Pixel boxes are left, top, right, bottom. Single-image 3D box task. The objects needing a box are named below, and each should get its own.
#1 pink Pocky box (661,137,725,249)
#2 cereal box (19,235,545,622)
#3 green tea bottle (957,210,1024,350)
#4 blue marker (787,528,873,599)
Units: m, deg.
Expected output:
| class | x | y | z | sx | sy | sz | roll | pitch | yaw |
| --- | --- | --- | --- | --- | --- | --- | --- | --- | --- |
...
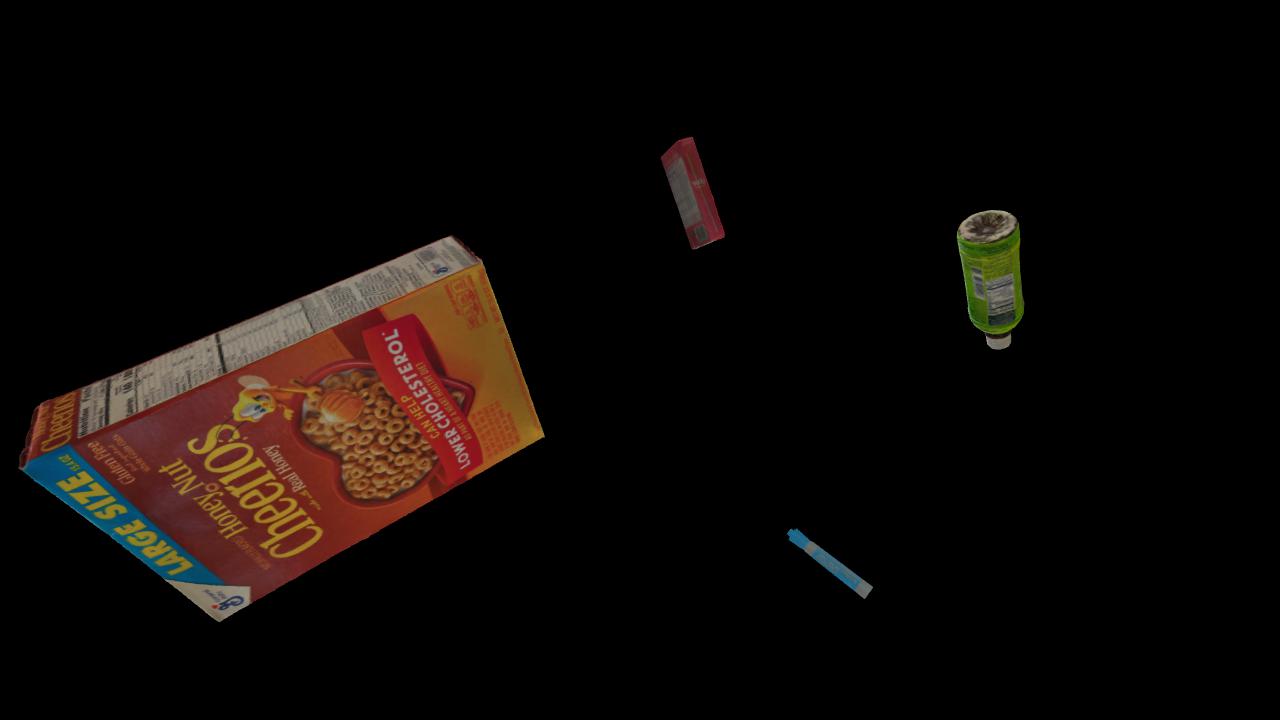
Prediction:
| class | x | y | z | sx | sy | sz | roll | pitch | yaw |
| --- | --- | --- | --- | --- | --- | --- | --- | --- | --- |
| pink Pocky box | 0.080 | -0.251 | 0.938 | 0.029 | 0.155 | 0.084 | -22 | 7 | -14 |
| cereal box | -0.245 | 0.054 | 0.497 | 0.306 | 0.203 | 0.081 | -29 | 44 | -21 |
| green tea bottle | 0.473 | -0.096 | 0.825 | 0.073 | 0.073 | 0.212 | 0 | -44 | 33 |
| blue marker | 0.244 | 0.262 | 0.800 | 0.121 | 0.020 | 0.020 | 35 | 18 | 27 |
